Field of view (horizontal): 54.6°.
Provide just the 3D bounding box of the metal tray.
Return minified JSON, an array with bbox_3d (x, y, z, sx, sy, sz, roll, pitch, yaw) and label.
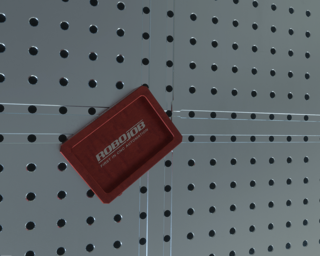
[{"bbox_3d":[-0.047,0.019,0.392,0.130,0.030,0.090,-39,103,-16],"label":"metal tray"}]
